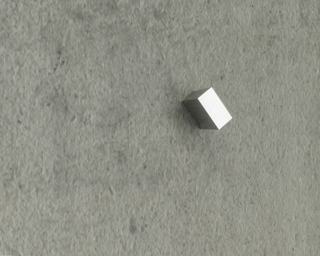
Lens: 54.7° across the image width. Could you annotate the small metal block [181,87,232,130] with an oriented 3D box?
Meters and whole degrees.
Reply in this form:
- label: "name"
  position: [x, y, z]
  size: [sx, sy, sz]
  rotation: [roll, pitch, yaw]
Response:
- label: "small metal block"
  position: [0.062, -0.025, 0.420]
  size: [0.025, 0.050, 0.050]
  rotation: [-40, 103, -16]
